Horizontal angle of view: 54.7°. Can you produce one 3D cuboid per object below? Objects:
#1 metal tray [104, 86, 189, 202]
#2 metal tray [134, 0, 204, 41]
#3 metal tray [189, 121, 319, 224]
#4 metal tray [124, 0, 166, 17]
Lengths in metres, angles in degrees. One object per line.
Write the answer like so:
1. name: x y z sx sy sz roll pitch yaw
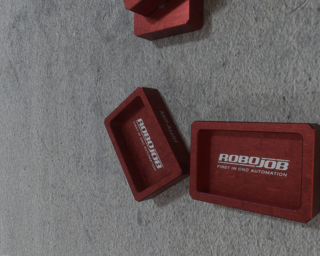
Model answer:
1. metal tray: -0.018 0.021 0.416 0.090 0.030 0.130 -39 67 33
2. metal tray: 0.009 -0.185 0.394 0.090 0.030 0.129 1 90 40
3. metal tray: 0.094 0.038 0.324 0.130 0.030 0.089 2 92 40
4. metal tray: -0.014 -0.216 0.374 0.090 0.030 0.129 -23 75 37
